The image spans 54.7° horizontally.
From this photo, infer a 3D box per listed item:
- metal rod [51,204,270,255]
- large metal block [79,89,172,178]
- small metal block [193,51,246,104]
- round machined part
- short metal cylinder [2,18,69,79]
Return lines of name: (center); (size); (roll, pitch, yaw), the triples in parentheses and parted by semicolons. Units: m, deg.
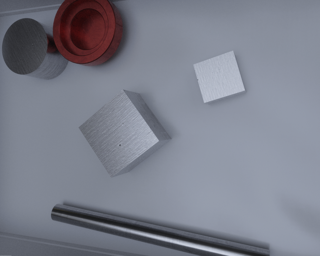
metal rod: (-0.013, 0.141, 0.414); (0.301, 0.025, 0.025); (6, 92, 19)
large metal block: (-0.046, 0.007, 0.412); (0.080, 0.050, 0.080); (-39, 78, 15)
small metal block: (0.075, -0.061, 0.384); (0.050, 0.025, 0.050); (-17, 85, 19)
round machined part: (-0.096, -0.135, 0.433); (0.098, 0.042, 0.097); (1, 92, 19)
short metal cylinder: (-0.183, -0.115, 0.460); (0.080, 0.050, 0.079); (0, 90, 19)
